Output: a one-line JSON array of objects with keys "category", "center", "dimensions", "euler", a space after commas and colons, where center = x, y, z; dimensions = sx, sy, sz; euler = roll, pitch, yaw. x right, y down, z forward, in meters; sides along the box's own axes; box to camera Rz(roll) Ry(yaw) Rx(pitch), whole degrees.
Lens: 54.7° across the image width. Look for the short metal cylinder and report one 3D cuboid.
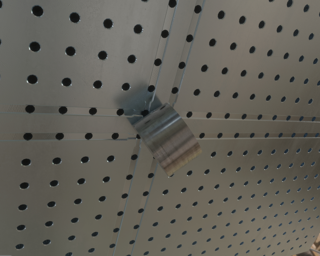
[{"category": "short metal cylinder", "center": [0.008, 0.015, 0.390], "dimensions": [0.050, 0.080, 0.080], "euler": [-35, 129, -6]}]
